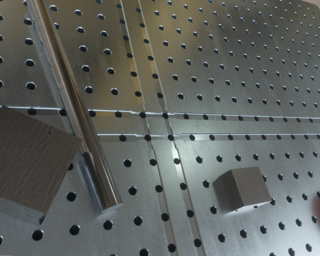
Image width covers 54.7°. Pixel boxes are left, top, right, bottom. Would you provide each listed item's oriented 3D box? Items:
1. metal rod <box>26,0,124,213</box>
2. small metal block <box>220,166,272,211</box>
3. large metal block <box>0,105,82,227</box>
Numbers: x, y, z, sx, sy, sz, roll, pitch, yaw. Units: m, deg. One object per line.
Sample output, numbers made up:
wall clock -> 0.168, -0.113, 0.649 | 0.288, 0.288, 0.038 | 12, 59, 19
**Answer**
metal rod -> -0.110, -0.044, 0.375 | 0.025, 0.025, 0.299 | -12, 68, -33
small metal block -> 0.117, 0.082, 0.421 | 0.050, 0.025, 0.050 | -1, 62, -29
large metal block -> -0.133, 0.037, 0.298 | 0.080, 0.050, 0.080 | 26, 53, -13
